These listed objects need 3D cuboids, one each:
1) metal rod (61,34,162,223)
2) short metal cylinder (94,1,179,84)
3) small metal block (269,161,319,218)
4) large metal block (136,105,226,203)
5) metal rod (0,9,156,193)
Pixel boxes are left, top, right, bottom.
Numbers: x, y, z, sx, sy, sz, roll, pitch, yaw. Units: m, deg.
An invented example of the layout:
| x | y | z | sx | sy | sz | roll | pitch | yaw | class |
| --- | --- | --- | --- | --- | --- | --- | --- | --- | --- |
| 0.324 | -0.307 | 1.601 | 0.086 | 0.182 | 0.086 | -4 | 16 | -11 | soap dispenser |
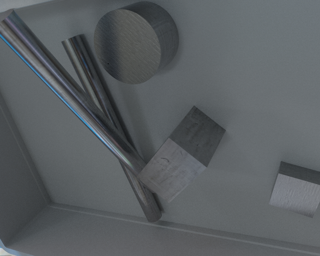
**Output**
| x | y | z | sx | sy | sz | roll | pitch | yaw | class |
| --- | --- | --- | --- | --- | --- | --- | --- | --- | --- |
| -0.062 | 0.014 | 0.448 | 0.025 | 0.025 | 0.299 | -9 | 114 | 32 | metal rod |
| -0.025 | -0.095 | 0.346 | 0.080 | 0.050 | 0.079 | 13 | 124 | 20 | short metal cylinder |
| 0.162 | 0.073 | 0.368 | 0.050 | 0.025 | 0.050 | 15 | 125 | 19 | small metal block |
| 0.027 | 0.031 | 0.377 | 0.050 | 0.080 | 0.080 | 39 | 129 | 2 | large metal block |
| -0.073 | -0.005 | 0.368 | 0.025 | 0.025 | 0.300 | -5 | 140 | 30 | metal rod |
